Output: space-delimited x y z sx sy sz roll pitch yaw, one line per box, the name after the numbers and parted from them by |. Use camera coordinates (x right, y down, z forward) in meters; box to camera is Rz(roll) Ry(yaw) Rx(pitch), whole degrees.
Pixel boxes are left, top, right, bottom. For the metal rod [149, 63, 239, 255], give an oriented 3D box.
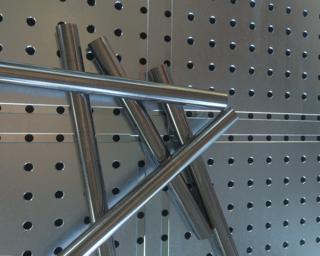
0.051 0.056 0.433 0.025 0.025 0.298 -24 98 -19 | metal rod

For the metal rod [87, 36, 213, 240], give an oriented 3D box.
-0.008 0.021 0.410 0.025 0.025 0.299 -32 101 -17 | metal rod

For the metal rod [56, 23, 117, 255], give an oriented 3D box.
-0.089 0.025 0.380 0.025 0.025 0.298 -10 94 -20 | metal rod

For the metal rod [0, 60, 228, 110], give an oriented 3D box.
-0.056 -0.049 0.366 0.302 0.025 0.025 5 88 -20 | metal rod

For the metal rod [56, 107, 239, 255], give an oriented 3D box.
-0.013 0.074 0.382 0.301 0.025 0.025 -40 103 -16 | metal rod
